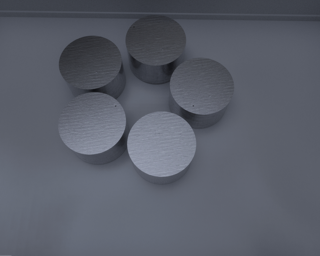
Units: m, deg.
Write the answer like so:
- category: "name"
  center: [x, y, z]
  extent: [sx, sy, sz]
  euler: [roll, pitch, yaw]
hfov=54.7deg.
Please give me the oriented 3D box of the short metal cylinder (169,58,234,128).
- category: "short metal cylinder"
  center: [0.053, -0.045, 0.411]
  extent: [0.081, 0.050, 0.080]
  euler: [0, 70, 0]

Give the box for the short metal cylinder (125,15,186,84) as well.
- category: "short metal cylinder"
  center: [-0.005, -0.109, 0.434]
  extent: [0.081, 0.050, 0.080]
  euler: [0, 70, 0]

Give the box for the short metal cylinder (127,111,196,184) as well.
- category: "short metal cylinder"
  center: [0.002, 0.026, 0.385]
  extent: [0.081, 0.050, 0.080]
  euler: [0, 70, 0]

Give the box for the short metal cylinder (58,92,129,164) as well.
- category: "short metal cylinder"
  center: [-0.081, 0.001, 0.393]
  extent: [0.081, 0.050, 0.080]
  euler: [0, 70, 0]

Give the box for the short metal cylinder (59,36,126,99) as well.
- category: "short metal cylinder"
  center: [-0.089, -0.077, 0.422]
  extent: [0.081, 0.050, 0.080]
  euler: [0, 70, 0]
